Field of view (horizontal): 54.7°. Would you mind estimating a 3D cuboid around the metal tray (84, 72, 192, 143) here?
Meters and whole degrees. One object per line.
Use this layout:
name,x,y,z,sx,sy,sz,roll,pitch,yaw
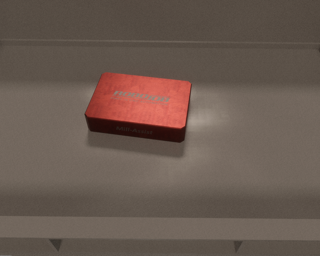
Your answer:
metal tray,-0.026,-0.031,0.428,0.131,0.030,0.090,7,50,5
